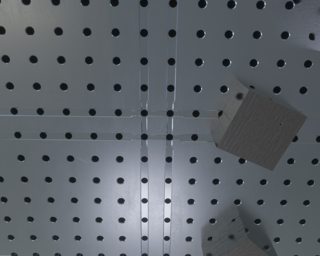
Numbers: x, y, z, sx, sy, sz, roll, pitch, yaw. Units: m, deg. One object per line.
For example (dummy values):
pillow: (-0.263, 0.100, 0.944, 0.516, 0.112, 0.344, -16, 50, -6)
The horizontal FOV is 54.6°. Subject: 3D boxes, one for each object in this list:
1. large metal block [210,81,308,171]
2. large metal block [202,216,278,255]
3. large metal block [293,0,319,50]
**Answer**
large metal block: (0.123, -0.003, 0.400, 0.080, 0.050, 0.080, 23, 108, -8)
large metal block: (0.123, 0.197, 0.473, 0.080, 0.050, 0.080, 42, 105, -14)
large metal block: (0.199, -0.127, 0.339, 0.050, 0.080, 0.080, -34, 107, 12)
